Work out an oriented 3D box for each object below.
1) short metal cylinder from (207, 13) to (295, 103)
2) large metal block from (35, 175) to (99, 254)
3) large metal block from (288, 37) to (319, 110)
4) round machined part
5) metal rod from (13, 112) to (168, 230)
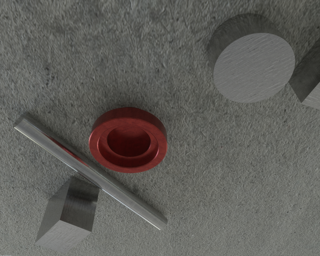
[{"bbox_3d":[0.094,-0.073,0.330,0.081,0.050,0.079,0,130,0],"label":"short metal cylinder"},{"bbox_3d":[-0.143,0.136,0.485,0.050,0.080,0.080,32,123,-24],"label":"large metal block"},{"bbox_3d":[0.206,-0.060,0.343,0.081,0.050,0.079,17,128,-15],"label":"large metal block"},{"bbox_3d":[-0.040,0.011,0.405,0.099,0.042,0.097,-1,130,0],"label":"round machined part"},{"bbox_3d":[-0.088,0.080,0.473,0.025,0.025,0.300,-31,124,23],"label":"metal rod"}]
